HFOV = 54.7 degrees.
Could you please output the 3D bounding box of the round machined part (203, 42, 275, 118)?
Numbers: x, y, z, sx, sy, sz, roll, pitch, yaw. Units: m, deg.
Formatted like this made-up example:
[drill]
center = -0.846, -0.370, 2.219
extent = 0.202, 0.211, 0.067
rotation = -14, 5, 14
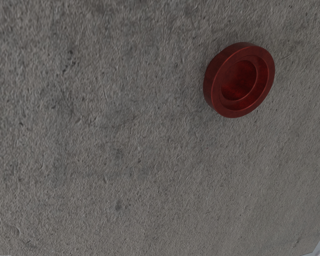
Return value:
[round machined part]
center = 0.098, -0.065, 0.409
extent = 0.099, 0.042, 0.097
rotation = -14, 124, -21
